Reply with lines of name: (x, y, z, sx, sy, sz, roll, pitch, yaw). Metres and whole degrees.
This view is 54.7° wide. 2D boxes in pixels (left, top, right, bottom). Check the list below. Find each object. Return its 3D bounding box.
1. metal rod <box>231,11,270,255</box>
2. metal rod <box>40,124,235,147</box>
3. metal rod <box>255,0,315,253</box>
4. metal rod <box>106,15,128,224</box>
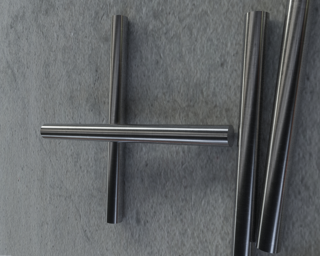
metal rod: (0.093, 0.032, 0.326, 0.025, 0.025, 0.298, 5, 93, 39)
metal rod: (-0.051, 0.007, 0.416, 0.300, 0.025, 0.025, 1, 91, 31)
metal rod: (0.124, -0.027, 0.301, 0.025, 0.025, 0.298, 10, 96, 39)
metal rod: (-0.063, -0.012, 0.454, 0.025, 0.025, 0.298, 3, 92, 39)
